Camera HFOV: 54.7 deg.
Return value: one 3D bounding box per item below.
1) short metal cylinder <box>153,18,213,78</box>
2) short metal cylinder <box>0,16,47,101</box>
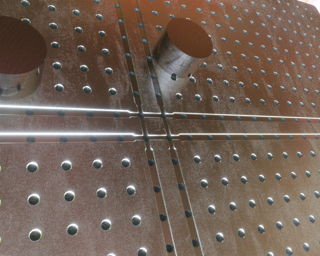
[{"bbox_3d":[0.036,-0.126,0.490,0.081,0.050,0.080,14,56,-21],"label":"short metal cylinder"},{"bbox_3d":[-0.173,-0.078,0.347,0.081,0.050,0.080,14,56,-21],"label":"short metal cylinder"}]
